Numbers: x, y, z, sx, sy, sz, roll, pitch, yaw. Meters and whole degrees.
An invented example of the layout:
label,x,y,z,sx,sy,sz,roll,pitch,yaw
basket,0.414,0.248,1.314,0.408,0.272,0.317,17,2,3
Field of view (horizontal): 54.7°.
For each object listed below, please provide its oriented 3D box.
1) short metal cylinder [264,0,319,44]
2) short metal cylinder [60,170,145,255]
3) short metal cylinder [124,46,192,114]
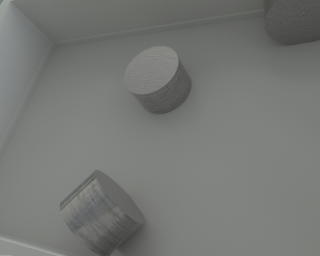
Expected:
label,x,y,z,sx,sy,sz,roll,pitch,yaw
short metal cylinder,0.168,-0.148,0.373,0.080,0.080,0.050,-5,60,25
short metal cylinder,-0.063,0.093,0.345,0.050,0.080,0.080,-44,51,-2
short metal cylinder,-0.002,-0.066,0.430,0.080,0.050,0.080,-13,56,20
